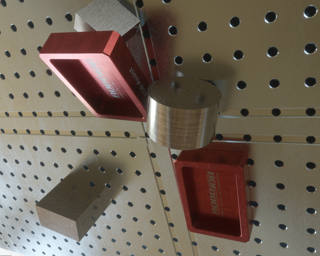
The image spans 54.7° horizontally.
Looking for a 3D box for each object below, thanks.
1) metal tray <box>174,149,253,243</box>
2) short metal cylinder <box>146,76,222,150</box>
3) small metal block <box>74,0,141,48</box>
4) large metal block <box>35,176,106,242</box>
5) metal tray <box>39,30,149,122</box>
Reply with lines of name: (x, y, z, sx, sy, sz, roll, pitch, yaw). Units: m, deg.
metal tray: (0.075, 0.092, 0.424, 0.090, 0.030, 0.129, 2, 120, 26)
short metal cylinder: (0.025, -0.019, 0.350, 0.080, 0.080, 0.050, 16, 125, 19)
small metal block: (-0.059, -0.117, 0.349, 0.050, 0.050, 0.025, 41, 151, -1)
large metal block: (-0.152, 0.138, 0.538, 0.080, 0.080, 0.050, 14, 124, 20)
metal tray: (-0.065, -0.055, 0.365, 0.090, 0.030, 0.130, 6, 153, 25)
